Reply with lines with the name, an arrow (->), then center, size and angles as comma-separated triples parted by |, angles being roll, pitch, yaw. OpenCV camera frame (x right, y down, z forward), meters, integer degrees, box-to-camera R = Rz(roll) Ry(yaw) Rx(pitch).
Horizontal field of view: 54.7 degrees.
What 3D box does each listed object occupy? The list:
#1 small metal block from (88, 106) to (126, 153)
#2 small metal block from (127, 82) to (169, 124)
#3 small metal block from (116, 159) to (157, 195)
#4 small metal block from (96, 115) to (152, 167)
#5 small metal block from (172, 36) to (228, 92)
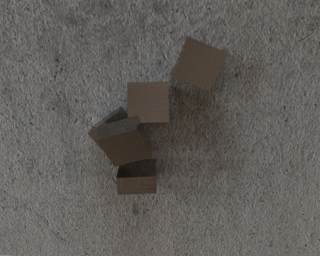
small metal block -> -0.058, 0.008, 0.412 | 0.050, 0.025, 0.050 | -35, 107, 12
small metal block -> -0.014, -0.031, 0.389 | 0.050, 0.025, 0.050 | -1, 87, 0
small metal block -> -0.030, 0.065, 0.420 | 0.050, 0.050, 0.025 | -2, 110, 1
small metal block -> -0.042, 0.017, 0.378 | 0.050, 0.025, 0.050 | -16, 131, 11
small metal block -> 0.047, -0.079, 0.381 | 0.050, 0.025, 0.050 | 21, 109, -8
